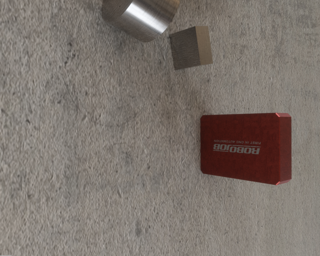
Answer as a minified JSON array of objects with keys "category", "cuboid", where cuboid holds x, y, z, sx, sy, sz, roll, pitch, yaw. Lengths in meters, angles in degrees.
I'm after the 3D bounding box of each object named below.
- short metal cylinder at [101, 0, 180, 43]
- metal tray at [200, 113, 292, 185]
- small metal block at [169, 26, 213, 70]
[{"category":"short metal cylinder","cuboid":[-0.023,-0.145,0.351,0.050,0.080,0.080,20,77,-39]},{"category":"metal tray","cuboid":[0.115,0.025,0.436,0.030,0.130,0.089,-1,91,-40]},{"category":"small metal block","cuboid":[0.042,-0.109,0.426,0.025,0.050,0.050,-16,101,-39]}]
